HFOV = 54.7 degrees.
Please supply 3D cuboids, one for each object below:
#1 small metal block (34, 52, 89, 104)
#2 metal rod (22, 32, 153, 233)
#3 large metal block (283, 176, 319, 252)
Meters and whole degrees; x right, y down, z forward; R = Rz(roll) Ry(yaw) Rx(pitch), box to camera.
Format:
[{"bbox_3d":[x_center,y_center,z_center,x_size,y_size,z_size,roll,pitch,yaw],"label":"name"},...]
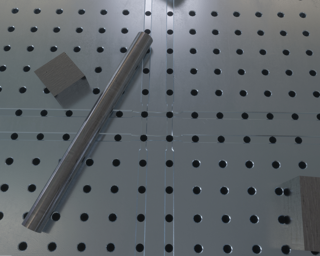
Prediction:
[{"bbox_3d":[-0.138,-0.071,0.436,0.050,0.025,0.050,-38,75,-13],"label":"small metal block"},{"bbox_3d":[-0.087,-0.008,0.413,0.025,0.025,0.300,24,72,8],"label":"metal rod"},{"bbox_3d":[0.196,0.103,0.362,0.080,0.050,0.080,5,70,1],"label":"large metal block"}]
